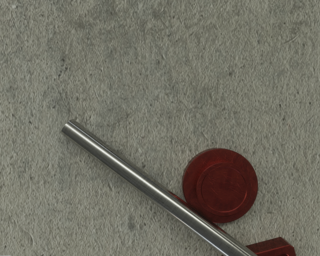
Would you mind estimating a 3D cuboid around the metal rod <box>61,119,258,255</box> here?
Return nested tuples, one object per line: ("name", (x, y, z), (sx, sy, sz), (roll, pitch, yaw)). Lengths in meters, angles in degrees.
("metal rod", (0.000, 0.085, 0.394), (0.301, 0.025, 0.025), (36, 90, 6))

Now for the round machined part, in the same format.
("round machined part", (0.079, 0.076, 0.403), (0.099, 0.042, 0.097), (0, 90, -1))

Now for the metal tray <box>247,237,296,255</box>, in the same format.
("metal tray", (0.143, 0.221, 0.409), (0.091, 0.030, 0.129), (-15, 90, -1))
